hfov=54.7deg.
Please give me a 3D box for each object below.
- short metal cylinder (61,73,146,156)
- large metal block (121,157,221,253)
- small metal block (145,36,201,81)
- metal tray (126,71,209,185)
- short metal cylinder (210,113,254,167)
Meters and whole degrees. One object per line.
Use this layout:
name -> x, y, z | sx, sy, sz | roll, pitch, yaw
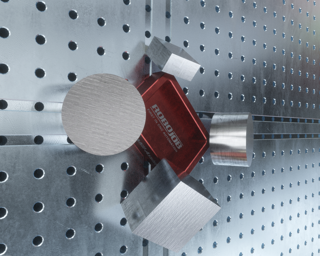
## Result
short metal cylinder -> -0.059, -0.013, 0.324 | 0.081, 0.050, 0.079 | 0, 91, -15
large metal block -> 0.013, 0.096, 0.382 | 0.080, 0.050, 0.080 | -48, 124, 6
small metal block -> 0.017, -0.090, 0.403 | 0.050, 0.050, 0.025 | 11, 121, -39
metal tray -> 0.010, 0.001, 0.413 | 0.090, 0.030, 0.130 | -49, 119, -29
short metal cylinder -> 0.109, 0.017, 0.464 | 0.080, 0.050, 0.079 | 0, 90, -66
